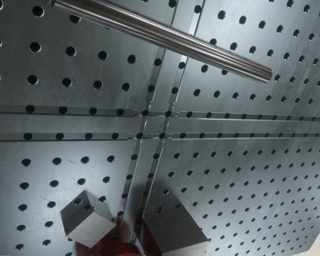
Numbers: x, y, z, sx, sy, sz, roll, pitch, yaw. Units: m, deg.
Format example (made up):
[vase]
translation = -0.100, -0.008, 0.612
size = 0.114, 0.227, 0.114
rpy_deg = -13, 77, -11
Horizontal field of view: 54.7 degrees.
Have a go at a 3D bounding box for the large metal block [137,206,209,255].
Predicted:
[large metal block]
translation = 0.018, 0.178, 0.497
size = 0.081, 0.080, 0.050
rpy_deg = -4, 120, -27

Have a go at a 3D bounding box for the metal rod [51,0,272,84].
[metal rod]
translation = 0.028, -0.099, 0.366
size = 0.302, 0.025, 0.025
rpy_deg = 11, 113, -33

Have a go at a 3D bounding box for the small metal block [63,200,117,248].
[small metal block]
translation = -0.100, 0.138, 0.443
size = 0.050, 0.025, 0.050
rpy_deg = -42, 130, 1

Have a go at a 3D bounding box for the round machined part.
[round machined part]
translation = -0.077, 0.219, 0.495
size = 0.099, 0.042, 0.097
rpy_deg = -14, 124, -21
